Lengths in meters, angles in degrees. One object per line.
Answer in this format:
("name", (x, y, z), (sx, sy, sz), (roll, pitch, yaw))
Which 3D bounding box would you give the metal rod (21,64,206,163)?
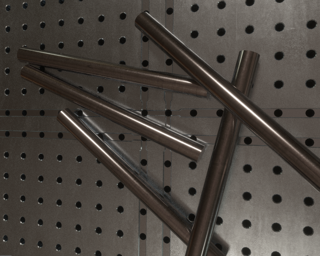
("metal rod", (-0.077, -0.027, 0.438), (0.301, 0.025, 0.025), (25, 98, 17))

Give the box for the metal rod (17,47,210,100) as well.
("metal rod", (-0.076, -0.081, 0.438), (0.301, 0.025, 0.025), (14, 95, 19))

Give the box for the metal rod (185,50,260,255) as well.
("metal rod", (0.069, 0.055, 0.371), (0.025, 0.025, 0.298), (15, 89, 19))

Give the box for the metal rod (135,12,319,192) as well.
("metal rod", (0.068, -0.047, 0.358), (0.025, 0.025, 0.300), (-49, 65, 13))

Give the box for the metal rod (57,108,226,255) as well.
("metal rod", (-0.034, 0.075, 0.423), (0.300, 0.025, 0.025), (41, 103, 15))
